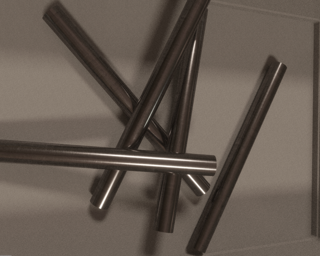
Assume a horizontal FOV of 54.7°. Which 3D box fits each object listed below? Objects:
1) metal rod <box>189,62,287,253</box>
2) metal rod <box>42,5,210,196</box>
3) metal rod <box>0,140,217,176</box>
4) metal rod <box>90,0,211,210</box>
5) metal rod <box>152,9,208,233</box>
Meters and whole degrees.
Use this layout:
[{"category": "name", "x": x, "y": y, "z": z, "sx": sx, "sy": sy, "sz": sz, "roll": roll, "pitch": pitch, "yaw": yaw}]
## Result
[{"category": "metal rod", "x": 0.118, "y": 0.036, "z": 0.455, "sx": 0.025, "sy": 0.025, "sz": 0.299, "roll": 30, "pitch": 80, "yaw": -18}, {"category": "metal rod", "x": -0.034, "y": -0.025, "z": 0.398, "sx": 0.025, "sy": 0.025, "sz": 0.300, "roll": -44, "pitch": 104, "yaw": -15}, {"category": "metal rod", "x": -0.086, "y": 0.032, "z": 0.346, "sx": 0.302, "sy": 0.025, "sz": 0.025, "roll": 5, "pitch": 89, "yaw": -8}, {"category": "metal rod", "x": -0.009, "y": -0.040, "z": 0.374, "sx": 0.025, "sy": 0.025, "sz": 0.299, "roll": 25, "pitch": 93, "yaw": -19}, {"category": "metal rod", "x": 0.029, "y": -0.021, "z": 0.401, "sx": 0.025, "sy": 0.025, "sz": 0.299, "roll": 14, "pitch": 77, "yaw": -20}]
